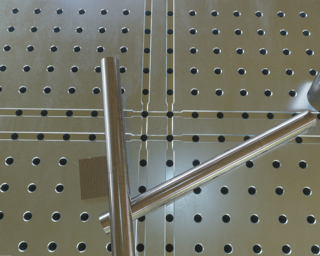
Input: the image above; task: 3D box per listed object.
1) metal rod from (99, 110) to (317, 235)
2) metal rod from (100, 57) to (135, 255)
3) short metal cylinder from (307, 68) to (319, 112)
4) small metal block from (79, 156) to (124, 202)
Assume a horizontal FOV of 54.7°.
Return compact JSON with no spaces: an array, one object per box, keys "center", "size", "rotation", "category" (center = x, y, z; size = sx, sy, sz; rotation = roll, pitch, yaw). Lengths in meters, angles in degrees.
[{"center":[0.067,0.051,0.393],"size":[0.302,0.025,0.025],"rotation":[-25,72,-9],"category":"metal rod"},{"center":[-0.050,0.049,0.366],"size":[0.025,0.025,0.299],"rotation":[-6,69,-2],"category":"metal rod"},{"center":[0.243,-0.051,0.403],"size":[0.080,0.080,0.050],"rotation":[30,73,10],"category":"short metal cylinder"},{"center":[-0.072,0.063,0.388],"size":[0.050,0.025,0.050],"rotation":[-8,70,-3],"category":"small metal block"}]
